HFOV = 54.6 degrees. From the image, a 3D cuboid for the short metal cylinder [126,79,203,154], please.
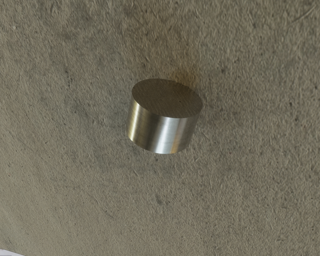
[{"bbox_3d":[0.004,-0.015,0.360,0.080,0.080,0.050,25,127,13],"label":"short metal cylinder"}]
